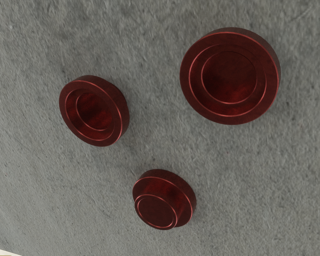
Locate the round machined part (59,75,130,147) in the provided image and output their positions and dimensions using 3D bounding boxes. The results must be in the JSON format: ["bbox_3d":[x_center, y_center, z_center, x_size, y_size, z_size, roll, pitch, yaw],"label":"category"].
[{"bbox_3d":[-0.084,-0.026,0.422,0.098,0.042,0.097,13,124,20],"label":"round machined part"}]

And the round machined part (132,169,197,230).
[{"bbox_3d":[0.001,0.113,0.464,0.098,0.042,0.097,13,124,20],"label":"round machined part"}]

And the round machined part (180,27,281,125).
[{"bbox_3d":[0.074,-0.055,0.322,0.098,0.042,0.097,13,124,20],"label":"round machined part"}]
